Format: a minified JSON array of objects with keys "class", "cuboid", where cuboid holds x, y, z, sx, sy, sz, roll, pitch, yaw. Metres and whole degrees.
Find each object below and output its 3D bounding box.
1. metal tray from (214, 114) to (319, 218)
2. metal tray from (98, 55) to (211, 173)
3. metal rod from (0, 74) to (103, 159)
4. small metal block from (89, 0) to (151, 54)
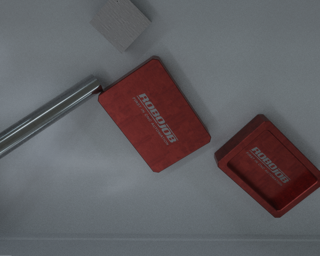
[{"class":"metal tray","cuboid":[0.152,0.055,0.431,0.130,0.030,0.090,41,105,-14]},{"class":"metal tray","cuboid":[-0.005,-0.016,0.403,0.090,0.030,0.130,-33,107,11]},{"class":"metal rod","cuboid":[-0.195,0.030,0.351,0.301,0.025,0.025,-37,108,-16]},{"class":"small metal block","cuboid":[-0.045,-0.125,0.365,0.050,0.025,0.050,43,104,-15]}]
